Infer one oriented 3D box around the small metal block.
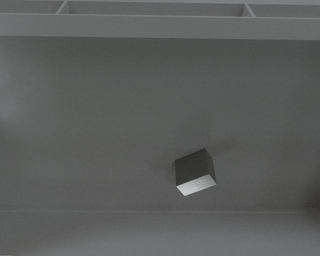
[{"bbox_3d":[0.050,0.063,0.446,0.050,0.050,0.025,-24,126,19],"label":"small metal block"}]
